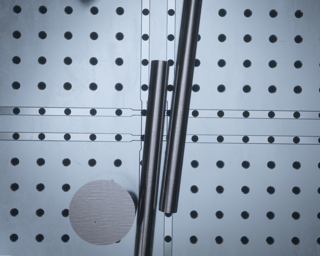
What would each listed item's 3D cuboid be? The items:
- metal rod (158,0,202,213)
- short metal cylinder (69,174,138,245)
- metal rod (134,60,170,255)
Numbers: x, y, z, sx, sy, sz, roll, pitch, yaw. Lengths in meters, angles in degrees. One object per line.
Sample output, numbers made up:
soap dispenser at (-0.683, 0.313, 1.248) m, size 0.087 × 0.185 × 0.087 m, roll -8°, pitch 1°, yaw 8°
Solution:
metal rod at (0.028, -0.038, 0.413) m, size 0.025 × 0.025 × 0.298 m, roll 7°, pitch 90°, yaw 0°
short metal cylinder at (-0.070, 0.102, 0.400) m, size 0.081 × 0.050 × 0.080 m, roll 0°, pitch 90°, yaw 0°
metal rod at (-0.013, 0.061, 0.413) m, size 0.025 × 0.025 × 0.298 m, roll 5°, pitch 90°, yaw 0°
